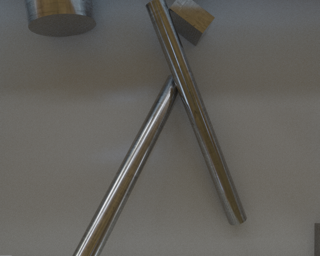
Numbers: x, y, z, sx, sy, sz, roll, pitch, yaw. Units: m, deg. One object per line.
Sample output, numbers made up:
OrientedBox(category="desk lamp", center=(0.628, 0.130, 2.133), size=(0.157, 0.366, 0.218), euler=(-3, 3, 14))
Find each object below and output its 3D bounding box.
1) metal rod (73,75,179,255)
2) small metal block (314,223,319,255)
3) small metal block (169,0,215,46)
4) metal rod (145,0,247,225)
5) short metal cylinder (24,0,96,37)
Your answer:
OrientedBox(category="metal rod", center=(-0.039, 0.059, 0.351), size=(0.025, 0.025, 0.300), euler=(27, 65, 0))
OrientedBox(category="small metal block", center=(0.238, 0.156, 0.415), size=(0.050, 0.025, 0.050), euler=(0, 90, -1))
OrientedBox(category="small metal block", center=(0.038, -0.138, 0.399), size=(0.050, 0.050, 0.025), euler=(37, 86, -1))
OrientedBox(category="metal rod", center=(0.049, -0.015, 0.394), size=(0.025, 0.025, 0.299), euler=(-22, 97, 0))
OrientedBox(category="short metal cylinder", center=(-0.123, -0.150, 0.382), size=(0.081, 0.080, 0.050), euler=(-9, 90, 0))
